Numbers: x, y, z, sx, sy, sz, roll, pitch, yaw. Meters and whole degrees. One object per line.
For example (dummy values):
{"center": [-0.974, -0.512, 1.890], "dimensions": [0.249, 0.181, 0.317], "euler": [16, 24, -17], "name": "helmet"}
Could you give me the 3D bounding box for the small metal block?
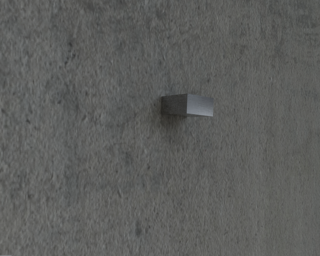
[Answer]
{"center": [0.037, -0.029, 0.422], "dimensions": [0.050, 0.050, 0.025], "euler": [4, 88, -40], "name": "small metal block"}
